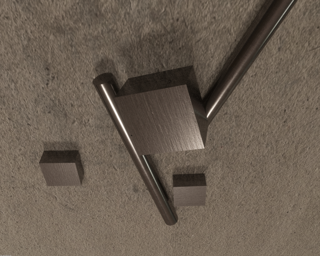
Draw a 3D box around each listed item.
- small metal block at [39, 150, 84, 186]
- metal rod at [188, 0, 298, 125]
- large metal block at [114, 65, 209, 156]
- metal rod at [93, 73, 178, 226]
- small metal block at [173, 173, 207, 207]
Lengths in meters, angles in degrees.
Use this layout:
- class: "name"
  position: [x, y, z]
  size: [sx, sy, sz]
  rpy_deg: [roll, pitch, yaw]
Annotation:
- class: "small metal block"
  position: [-0.143, 0.060, 0.456]
  size: [0.050, 0.025, 0.050]
  rpy_deg: [-1, 130, 0]
- class: "metal rod"
  position: [0.106, -0.103, 0.321]
  size: [0.025, 0.025, 0.298]
  rpy_deg: [18, 128, -16]
- class: "large metal block"
  position: [0.006, -0.019, 0.358]
  size: [0.080, 0.050, 0.080]
  rpy_deg: [-8, 121, 20]
- class: "metal rod"
  position: [-0.023, 0.052, 0.450]
  size: [0.025, 0.025, 0.299]
  rpy_deg: [-13, 129, 10]
- class: "small metal block"
  position: [0.046, 0.099, 0.493]
  size: [0.050, 0.025, 0.050]
  rpy_deg: [-2, 130, 1]
